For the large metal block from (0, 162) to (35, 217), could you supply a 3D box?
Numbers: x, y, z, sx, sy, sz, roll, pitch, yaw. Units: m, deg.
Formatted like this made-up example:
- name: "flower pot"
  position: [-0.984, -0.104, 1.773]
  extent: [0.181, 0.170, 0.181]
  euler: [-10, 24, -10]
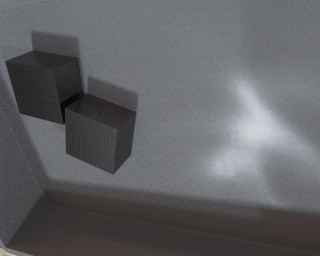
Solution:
- name: "large metal block"
  position: [-0.308, 0.115, 0.597]
  extent: [0.080, 0.080, 0.050]
  euler: [9, 143, 23]

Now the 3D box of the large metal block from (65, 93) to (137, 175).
- name: "large metal block"
  position: [-0.085, 0.008, 0.440]
  extent: [0.080, 0.050, 0.079]
  euler: [22, 126, 15]

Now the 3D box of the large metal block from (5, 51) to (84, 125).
- name: "large metal block"
  position: [-0.159, -0.058, 0.438]
  extent: [0.080, 0.050, 0.079]
  euler: [13, 124, 20]
